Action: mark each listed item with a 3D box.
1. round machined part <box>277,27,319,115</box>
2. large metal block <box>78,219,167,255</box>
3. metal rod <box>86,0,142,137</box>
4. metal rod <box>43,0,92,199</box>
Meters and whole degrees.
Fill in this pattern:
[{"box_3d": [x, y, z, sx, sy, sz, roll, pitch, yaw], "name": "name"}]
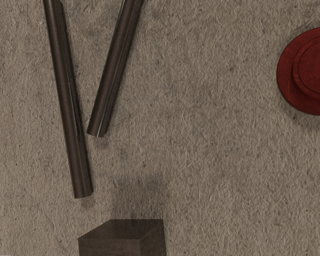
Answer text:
[{"box_3d": [0.179, -0.062, 0.337, 0.098, 0.042, 0.097, 0, 90, 19], "name": "round machined part"}, {"box_3d": [-0.045, 0.153, 0.394, 0.080, 0.080, 0.050, -6, 88, 19], "name": "large metal block"}, {"box_3d": [-0.050, -0.133, 0.425, 0.025, 0.025, 0.298, 19, 96, 18], "name": "metal rod"}, {"box_3d": [-0.137, -0.048, 0.455, 0.025, 0.025, 0.298, -11, 86, 19], "name": "metal rod"}]
